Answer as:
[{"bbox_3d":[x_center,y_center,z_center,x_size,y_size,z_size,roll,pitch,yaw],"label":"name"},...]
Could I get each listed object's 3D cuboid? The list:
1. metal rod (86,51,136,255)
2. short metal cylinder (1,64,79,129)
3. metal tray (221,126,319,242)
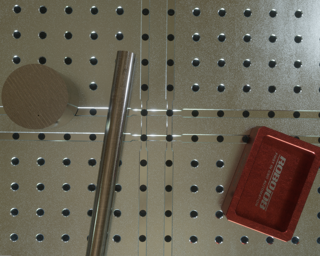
[{"bbox_3d":[-0.067,0.048,0.412,0.025,0.025,0.298,9,90,0],"label":"metal rod"},{"bbox_3d":[-0.151,-0.038,0.399,0.081,0.050,0.079,0,90,0],"label":"short metal cylinder"},{"bbox_3d":[0.148,0.072,0.411,0.090,0.030,0.129,21,90,0],"label":"metal tray"}]
